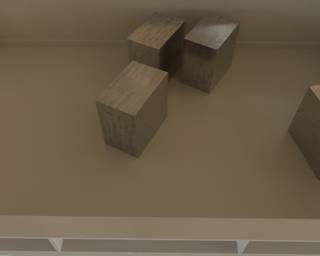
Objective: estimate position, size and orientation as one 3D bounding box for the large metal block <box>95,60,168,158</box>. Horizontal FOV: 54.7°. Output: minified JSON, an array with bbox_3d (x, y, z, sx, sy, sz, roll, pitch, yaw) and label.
[{"bbox_3d":[-0.031,-0.023,0.389,0.050,0.080,0.080,22,53,17],"label":"large metal block"}]

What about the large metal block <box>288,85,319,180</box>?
[{"bbox_3d":[0.206,0.003,0.368,0.050,0.080,0.080,-9,51,-7],"label":"large metal block"}]

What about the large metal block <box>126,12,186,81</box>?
[{"bbox_3d":[-0.004,-0.113,0.464,0.050,0.080,0.080,23,54,18],"label":"large metal block"}]

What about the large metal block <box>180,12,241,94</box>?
[{"bbox_3d":[0.074,-0.112,0.464,0.050,0.080,0.080,25,54,19],"label":"large metal block"}]
